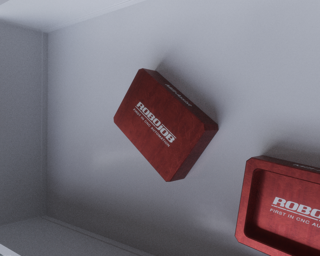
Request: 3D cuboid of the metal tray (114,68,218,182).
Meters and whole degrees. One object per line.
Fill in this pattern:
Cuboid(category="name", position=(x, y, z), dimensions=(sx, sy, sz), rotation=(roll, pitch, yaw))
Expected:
Cuboid(category="metal tray", position=(0.001, -0.006, 0.403), dimensions=(0.130, 0.030, 0.089), rotation=(46, 117, 30))

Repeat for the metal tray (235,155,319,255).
Cuboid(category="metal tray", position=(0.141, 0.083, 0.287), dimensions=(0.130, 0.030, 0.089), rotation=(12, 98, 39))
